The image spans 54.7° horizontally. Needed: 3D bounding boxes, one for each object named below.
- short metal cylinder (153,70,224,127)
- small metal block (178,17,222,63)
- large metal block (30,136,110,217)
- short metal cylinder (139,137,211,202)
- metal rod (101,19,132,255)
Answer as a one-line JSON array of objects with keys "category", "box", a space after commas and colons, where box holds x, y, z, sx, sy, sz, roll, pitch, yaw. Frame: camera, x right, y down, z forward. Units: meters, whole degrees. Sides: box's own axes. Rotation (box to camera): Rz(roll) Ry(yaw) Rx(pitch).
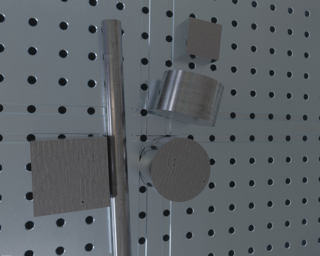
[{"category": "short metal cylinder", "box": [0.037, -0.036, 0.397, 0.081, 0.080, 0.050, 16, 85, -20]}, {"category": "small metal block", "box": [0.056, -0.122, 0.433, 0.050, 0.025, 0.050, 7, 88, -20]}, {"category": "large metal block", "box": [-0.105, 0.052, 0.361, 0.081, 0.050, 0.079, -3, 91, -20]}, {"category": "short metal cylinder", "box": [0.018, 0.052, 0.406, 0.081, 0.050, 0.079, 0, 90, -20]}, {"category": "metal rod", "box": [-0.055, 0.016, 0.392, 0.025, 0.025, 0.298, -3, 91, -20]}]
